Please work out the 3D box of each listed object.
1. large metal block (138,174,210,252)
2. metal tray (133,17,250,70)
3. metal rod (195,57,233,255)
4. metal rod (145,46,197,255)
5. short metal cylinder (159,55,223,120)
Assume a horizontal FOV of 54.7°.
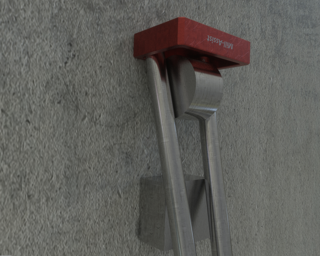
[{"bbox_3d":[0.020,0.106,0.407,0.081,0.050,0.079,2,89,-40],"label":"large metal block"},{"bbox_3d":[0.043,-0.102,0.401,0.131,0.090,0.030,3,89,-40],"label":"metal tray"},{"bbox_3d":[0.069,0.046,0.405,0.025,0.025,0.299,11,68,-40],"label":"metal rod"},{"bbox_3d":[0.014,0.043,0.360,0.025,0.025,0.299,3,73,-40],"label":"metal rod"},{"bbox_3d":[0.034,-0.050,0.402,0.050,0.080,0.079,3,89,-41],"label":"short metal cylinder"}]
